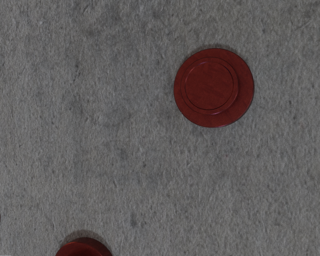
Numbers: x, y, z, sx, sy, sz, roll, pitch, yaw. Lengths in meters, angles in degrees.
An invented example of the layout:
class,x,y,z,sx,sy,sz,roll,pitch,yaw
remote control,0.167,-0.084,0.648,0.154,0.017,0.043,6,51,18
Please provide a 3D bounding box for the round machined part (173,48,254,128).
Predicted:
class,x,y,z,sx,sy,sz,roll,pitch,yaw
round machined part,0.063,-0.049,0.377,0.098,0.042,0.097,0,90,19

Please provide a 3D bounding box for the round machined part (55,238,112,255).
class,x,y,z,sx,sy,sz,roll,pitch,yaw
round machined part,-0.113,0.211,0.438,0.098,0.042,0.097,0,90,19
